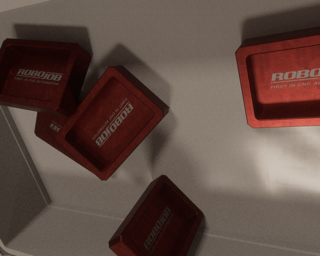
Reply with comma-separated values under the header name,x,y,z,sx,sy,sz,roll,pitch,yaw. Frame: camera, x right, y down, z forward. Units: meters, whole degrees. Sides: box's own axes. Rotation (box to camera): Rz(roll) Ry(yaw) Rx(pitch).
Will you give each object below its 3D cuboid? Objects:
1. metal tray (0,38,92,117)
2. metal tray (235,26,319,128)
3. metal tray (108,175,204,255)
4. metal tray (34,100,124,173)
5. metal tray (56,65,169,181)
name,x,y,z,sx,sy,sz,roll,pitch,yaw
metal tray,-0.164,-0.069,0.411,0.130,0.090,0.030,10,167,22
metal tray,0.147,-0.048,0.298,0.130,0.030,0.089,-3,117,29
metal tray,0.001,0.137,0.424,0.090,0.131,0.030,46,129,-4
metal tray,-0.126,0.006,0.474,0.130,0.030,0.089,32,128,7
metal tray,-0.063,-0.005,0.405,0.090,0.030,0.130,42,109,0
